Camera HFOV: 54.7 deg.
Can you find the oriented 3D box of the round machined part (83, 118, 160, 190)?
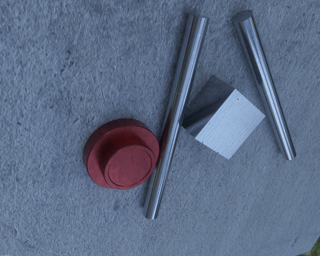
[{"bbox_3d":[-0.045,0.040,0.398,0.099,0.042,0.097,-14,125,-21],"label":"round machined part"}]

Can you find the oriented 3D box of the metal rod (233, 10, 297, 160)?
[{"bbox_3d":[0.170,-0.044,0.474,0.025,0.025,0.300,-39,130,-3],"label":"metal rod"}]

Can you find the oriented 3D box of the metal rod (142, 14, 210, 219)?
[{"bbox_3d":[0.015,0.003,0.418,0.025,0.025,0.298,-2,119,-28],"label":"metal rod"}]

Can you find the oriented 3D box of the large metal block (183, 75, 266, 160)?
[{"bbox_3d":[0.085,-0.014,0.431,0.080,0.050,0.080,31,101,-38],"label":"large metal block"}]
